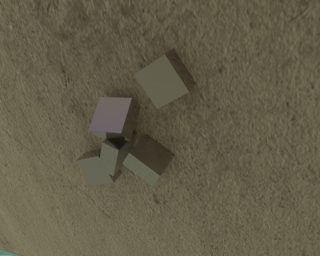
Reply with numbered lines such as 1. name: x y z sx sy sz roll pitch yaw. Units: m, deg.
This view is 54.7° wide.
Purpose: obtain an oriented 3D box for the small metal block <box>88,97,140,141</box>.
1. small metal block: -0.060 -0.013 0.409 0.050 0.050 0.025 4 157 25

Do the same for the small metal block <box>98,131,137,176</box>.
1. small metal block: -0.060 0.031 0.440 0.025 0.050 0.050 25 127 12

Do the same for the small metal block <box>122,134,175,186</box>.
1. small metal block: -0.015 0.043 0.423 0.050 0.050 0.025 36 129 3

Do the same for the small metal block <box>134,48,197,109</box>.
1. small metal block: 0.006 -0.058 0.367 0.050 0.025 0.050 -26 105 36

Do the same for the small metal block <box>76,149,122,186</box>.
1. small metal block: -0.097 0.062 0.494 0.050 0.025 0.050 -14 112 33
